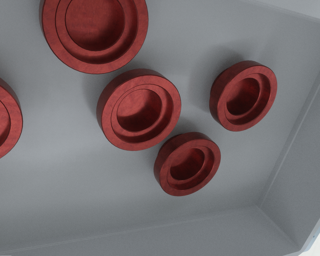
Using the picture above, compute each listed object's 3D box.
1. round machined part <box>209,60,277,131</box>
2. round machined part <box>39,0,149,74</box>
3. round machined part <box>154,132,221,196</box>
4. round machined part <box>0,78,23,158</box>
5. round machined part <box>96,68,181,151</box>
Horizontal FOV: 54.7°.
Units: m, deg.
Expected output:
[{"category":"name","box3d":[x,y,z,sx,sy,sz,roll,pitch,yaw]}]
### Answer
[{"category":"round machined part","box3d":[0.110,-0.047,0.431,0.099,0.042,0.097,-14,125,-21]},{"category":"round machined part","box3d":[-0.064,-0.105,0.298,0.099,0.042,0.097,-14,125,-21]},{"category":"round machined part","box3d":[0.035,0.047,0.448,0.099,0.042,0.097,-14,125,-21]},{"category":"round machined part","box3d":[-0.184,-0.013,0.289,0.099,0.042,0.097,-14,125,-21]},{"category":"round machined part","box3d":[-0.028,-0.025,0.369,0.099,0.042,0.097,-14,125,-21]}]
